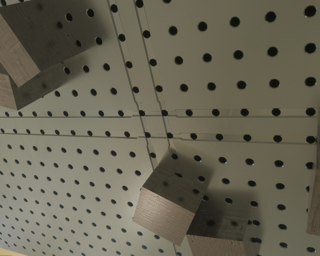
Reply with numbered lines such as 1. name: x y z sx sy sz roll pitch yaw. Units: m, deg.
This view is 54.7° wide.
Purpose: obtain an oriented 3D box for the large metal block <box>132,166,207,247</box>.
1. large metal block: 0.013 0.115 0.458 0.080 0.050 0.079 25 127 12

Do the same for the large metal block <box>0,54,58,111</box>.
1. large metal block: -0.207 -0.072 0.437 0.080 0.080 0.050 14 124 20

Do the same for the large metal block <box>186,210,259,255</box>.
1. large metal block: 0.093 0.170 0.451 0.080 0.050 0.080 -4 117 29

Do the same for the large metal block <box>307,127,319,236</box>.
1. large metal block: 0.182 0.055 0.314 0.050 0.080 0.079 7 121 24

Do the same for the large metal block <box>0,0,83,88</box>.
1. large metal block: -0.159 -0.109 0.390 0.050 0.080 0.080 -21 107 35
